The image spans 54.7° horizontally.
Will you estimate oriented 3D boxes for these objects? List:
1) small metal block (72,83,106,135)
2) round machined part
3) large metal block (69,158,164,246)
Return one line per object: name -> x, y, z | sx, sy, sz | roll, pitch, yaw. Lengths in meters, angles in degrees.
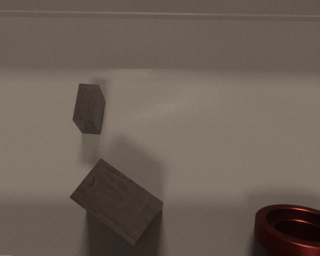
small metal block -> -0.091, -0.024, 0.404 | 0.025, 0.050, 0.050 | 4, 70, 1
round machined part -> 0.153, 0.123, 0.336 | 0.099, 0.098, 0.042 | 2, 100, 0
large metal block -> -0.044, 0.086, 0.349 | 0.080, 0.080, 0.050 | 33, 73, 11
